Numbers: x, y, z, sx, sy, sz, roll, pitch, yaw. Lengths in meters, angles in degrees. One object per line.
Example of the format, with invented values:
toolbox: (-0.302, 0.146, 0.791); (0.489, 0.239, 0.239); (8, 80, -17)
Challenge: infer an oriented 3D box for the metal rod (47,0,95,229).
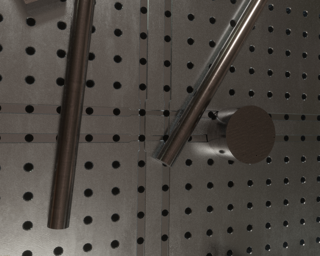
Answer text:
metal rod: (-0.105, -0.031, 0.374); (0.025, 0.025, 0.298); (7, 88, -20)

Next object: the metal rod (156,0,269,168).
metal rod: (0.082, -0.079, 0.444); (0.025, 0.025, 0.300); (35, 79, -17)

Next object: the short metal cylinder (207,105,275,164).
short metal cylinder: (0.116, 0.009, 0.444); (0.081, 0.050, 0.079); (0, 90, -21)

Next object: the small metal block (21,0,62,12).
small metal block: (-0.143, -0.171, 0.360); (0.050, 0.025, 0.050); (-28, 100, -18)
